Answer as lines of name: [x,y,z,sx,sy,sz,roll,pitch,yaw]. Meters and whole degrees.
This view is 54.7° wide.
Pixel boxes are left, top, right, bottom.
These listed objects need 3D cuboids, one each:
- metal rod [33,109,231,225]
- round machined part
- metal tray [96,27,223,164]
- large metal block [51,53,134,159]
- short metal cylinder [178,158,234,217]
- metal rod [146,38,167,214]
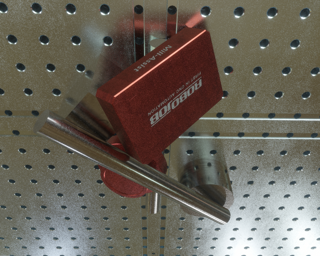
metal rod: [-0.008,0.062,0.372,0.025,0.025,0.301,-36,130,26]
round machined part: [-0.043,0.059,0.430,0.098,0.042,0.097,11,131,13]
metal tray: [0.008,-0.035,0.327,0.131,0.030,0.090,-40,131,-22]
large metal block: [-0.076,-0.025,0.354,0.050,0.080,0.080,34,122,-26]
short metal cylinder: [0.069,0.092,0.476,0.081,0.050,0.079,0,130,0]
metal rod: [-0.006,0.022,0.430,0.025,0.025,0.298,2,130,-2]
